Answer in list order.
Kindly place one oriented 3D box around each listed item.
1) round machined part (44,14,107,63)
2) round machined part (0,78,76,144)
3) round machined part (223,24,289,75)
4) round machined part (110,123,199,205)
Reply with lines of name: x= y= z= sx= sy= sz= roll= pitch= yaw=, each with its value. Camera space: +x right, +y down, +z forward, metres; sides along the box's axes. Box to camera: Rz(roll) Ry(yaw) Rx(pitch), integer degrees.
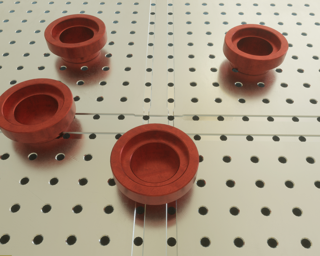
round machined part: x=-0.138 y=-0.146 z=0.519 sx=0.099 sy=0.042 sz=0.098 roll=0 pitch=50 yaw=0
round machined part: x=-0.161 y=-0.018 z=0.412 sx=0.099 sy=0.042 sz=0.098 roll=0 pitch=50 yaw=0
round machined part: x=0.151 y=-0.123 z=0.501 sx=0.099 sy=0.042 sz=0.098 roll=0 pitch=50 yaw=0
round machined part: x=-0.006 y=0.045 z=0.359 sx=0.099 sy=0.042 sz=0.098 roll=0 pitch=50 yaw=0
